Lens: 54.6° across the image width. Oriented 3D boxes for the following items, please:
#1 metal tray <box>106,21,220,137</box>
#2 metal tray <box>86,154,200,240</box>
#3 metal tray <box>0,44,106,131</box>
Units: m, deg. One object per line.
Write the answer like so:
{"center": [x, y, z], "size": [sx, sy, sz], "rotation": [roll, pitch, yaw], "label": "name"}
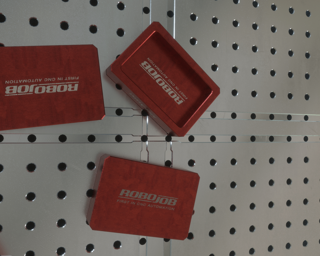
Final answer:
{"center": [0.007, -0.062, 0.411], "size": [0.130, 0.030, 0.090], "rotation": [44, 76, -15], "label": "metal tray"}
{"center": [-0.020, 0.090, 0.403], "size": [0.131, 0.030, 0.090], "rotation": [14, 85, -20], "label": "metal tray"}
{"center": [-0.135, -0.047, 0.360], "size": [0.131, 0.030, 0.090], "rotation": [-7, 93, -20], "label": "metal tray"}
